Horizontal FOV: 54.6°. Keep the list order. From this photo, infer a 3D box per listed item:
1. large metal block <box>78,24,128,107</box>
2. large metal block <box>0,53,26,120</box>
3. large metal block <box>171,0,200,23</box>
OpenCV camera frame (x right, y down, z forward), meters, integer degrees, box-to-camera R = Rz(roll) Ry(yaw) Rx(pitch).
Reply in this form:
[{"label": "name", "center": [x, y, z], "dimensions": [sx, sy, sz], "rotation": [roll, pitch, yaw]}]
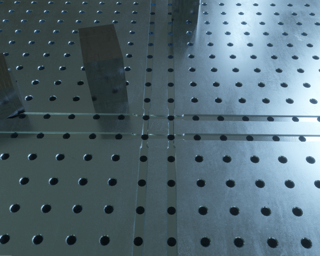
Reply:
[{"label": "large metal block", "center": [-0.081, -0.090, 0.447], "dimensions": [0.050, 0.080, 0.080], "rotation": [-11, 51, -9]}, {"label": "large metal block", "center": [-0.246, -0.052, 0.435], "dimensions": [0.081, 0.050, 0.080], "rotation": [-21, 53, -17]}, {"label": "large metal block", "center": [0.054, -0.260, 0.591], "dimensions": [0.050, 0.080, 0.080], "rotation": [7, 51, 6]}]
